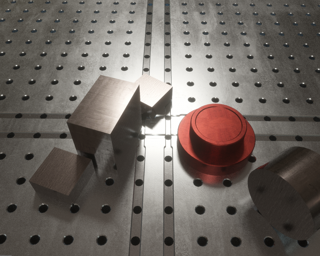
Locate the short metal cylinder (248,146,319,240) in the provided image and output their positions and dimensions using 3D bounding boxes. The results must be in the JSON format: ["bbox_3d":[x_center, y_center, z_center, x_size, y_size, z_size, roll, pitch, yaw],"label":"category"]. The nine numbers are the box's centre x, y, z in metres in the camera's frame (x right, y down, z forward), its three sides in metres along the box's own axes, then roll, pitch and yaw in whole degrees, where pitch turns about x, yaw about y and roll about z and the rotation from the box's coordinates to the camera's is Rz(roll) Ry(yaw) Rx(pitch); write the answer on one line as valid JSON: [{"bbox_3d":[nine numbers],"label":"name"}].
[{"bbox_3d":[0.138,0.066,0.319,0.050,0.080,0.080,-27,56,-21],"label":"short metal cylinder"}]

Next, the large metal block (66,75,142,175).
[{"bbox_3d":[-0.061,-0.004,0.374,0.050,0.080,0.080,15,52,12],"label":"large metal block"}]

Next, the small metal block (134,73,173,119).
[{"bbox_3d":[-0.017,-0.047,0.447,0.050,0.025,0.050,29,55,21],"label":"small metal block"}]

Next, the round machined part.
[{"bbox_3d":[0.071,0.007,0.392,0.099,0.042,0.098,0,50,0],"label":"round machined part"}]

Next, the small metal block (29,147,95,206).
[{"bbox_3d":[-0.112,0.055,0.360,0.050,0.025,0.050,17,52,13],"label":"small metal block"}]
